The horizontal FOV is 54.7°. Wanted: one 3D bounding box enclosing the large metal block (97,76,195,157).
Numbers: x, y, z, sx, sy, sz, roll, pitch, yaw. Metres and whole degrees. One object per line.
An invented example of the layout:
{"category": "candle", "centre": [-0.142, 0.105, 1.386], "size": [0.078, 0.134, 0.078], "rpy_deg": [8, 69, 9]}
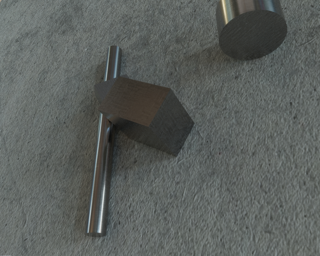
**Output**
{"category": "large metal block", "centre": [-0.015, -0.014, 0.384], "size": [0.080, 0.080, 0.050], "rpy_deg": [18, 72, 35]}

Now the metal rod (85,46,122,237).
{"category": "metal rod", "centre": [-0.076, -0.002, 0.443], "size": [0.025, 0.025, 0.299], "rpy_deg": [-13, 56, 20]}

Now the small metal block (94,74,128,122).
{"category": "small metal block", "centre": [-0.059, -0.044, 0.440], "size": [0.050, 0.025, 0.050], "rpy_deg": [-23, 64, -20]}

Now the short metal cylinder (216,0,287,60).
{"category": "short metal cylinder", "centre": [0.113, -0.132, 0.390], "size": [0.080, 0.080, 0.050], "rpy_deg": [-13, 57, 21]}
